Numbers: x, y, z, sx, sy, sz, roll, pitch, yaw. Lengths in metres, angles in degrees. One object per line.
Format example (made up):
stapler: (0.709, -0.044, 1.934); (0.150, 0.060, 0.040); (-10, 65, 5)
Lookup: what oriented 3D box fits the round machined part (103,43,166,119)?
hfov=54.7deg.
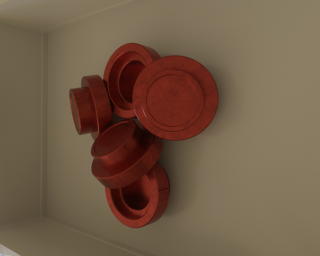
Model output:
round machined part: (-0.029, -0.061, 0.416); (0.098, 0.042, 0.097); (0, 90, 40)

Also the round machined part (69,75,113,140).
round machined part: (-0.104, -0.026, 0.451); (0.098, 0.042, 0.097); (168, 90, -68)

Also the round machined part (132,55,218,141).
round machined part: (0.016, -0.033, 0.351); (0.098, 0.042, 0.097); (2, 101, 9)

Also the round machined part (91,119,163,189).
round machined part: (-0.048, 0.026, 0.397); (0.098, 0.098, 0.042); (-8, 129, 39)

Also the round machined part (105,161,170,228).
round machined part: (-0.025, 0.079, 0.414); (0.098, 0.042, 0.097); (0, 90, 40)
